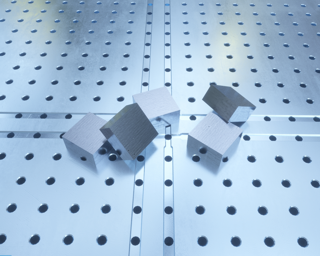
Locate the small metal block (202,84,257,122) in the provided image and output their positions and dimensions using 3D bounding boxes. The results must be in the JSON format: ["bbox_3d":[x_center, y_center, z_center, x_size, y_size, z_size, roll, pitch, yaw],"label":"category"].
[{"bbox_3d":[0.095,-0.034,0.422,0.050,0.025,0.050,-3,40,-47],"label":"small metal block"}]

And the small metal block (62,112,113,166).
[{"bbox_3d":[-0.086,0.013,0.396,0.050,0.025,0.050,27,55,20],"label":"small metal block"}]

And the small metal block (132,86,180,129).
[{"bbox_3d":[-0.006,-0.027,0.430,0.050,0.025,0.050,-17,52,-14],"label":"small metal block"}]

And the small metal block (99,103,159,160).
[{"bbox_3d":[-0.037,0.005,0.384,0.025,0.050,0.050,-8,32,52],"label":"small metal block"}]

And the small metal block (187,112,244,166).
[{"bbox_3d":[0.070,0.013,0.398,0.050,0.025,0.050,32,57,23],"label":"small metal block"}]
